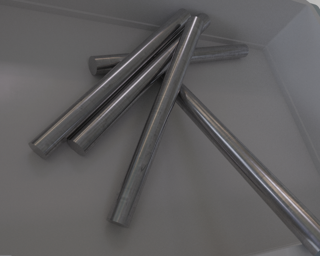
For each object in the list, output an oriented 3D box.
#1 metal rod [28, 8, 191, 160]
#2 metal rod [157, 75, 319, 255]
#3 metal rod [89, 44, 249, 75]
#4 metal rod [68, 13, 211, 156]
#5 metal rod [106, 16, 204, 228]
[{"bbox_3d":[-0.045,-0.074,0.401,0.025,0.025,0.301,40,59,-1],"label":"metal rod"},{"bbox_3d":[0.072,0.011,0.359,0.025,0.025,0.300,-6,40,-31],"label":"metal rod"},{"bbox_3d":[0.033,-0.113,0.491,0.303,0.025,0.025,-14,69,-34],"label":"metal rod"},{"bbox_3d":[-0.011,-0.076,0.422,0.025,0.025,0.301,40,58,-1],"label":"metal rod"},{"bbox_3d":[0.004,-0.027,0.387,0.025,0.025,0.300,27,64,-12],"label":"metal rod"}]
